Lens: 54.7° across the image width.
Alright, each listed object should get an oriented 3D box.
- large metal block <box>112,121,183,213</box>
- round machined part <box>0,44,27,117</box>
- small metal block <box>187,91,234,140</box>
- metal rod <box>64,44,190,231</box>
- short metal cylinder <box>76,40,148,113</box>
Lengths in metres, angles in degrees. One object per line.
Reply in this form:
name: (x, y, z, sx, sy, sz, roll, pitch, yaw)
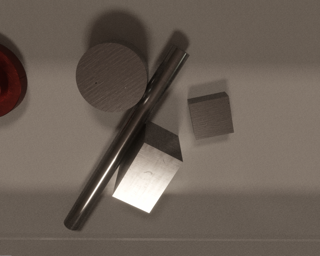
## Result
large metal block: (-0.016, 0.046, 0.399, 0.050, 0.080, 0.080, 28, 108, -11)
round machined part: (-0.220, -0.057, 0.378, 0.099, 0.042, 0.097, 0, 110, -1)
small metal block: (0.066, -0.016, 0.406, 0.050, 0.025, 0.050, -12, 110, 3)
metal rod: (-0.053, 0.024, 0.417, 0.025, 0.025, 0.298, 30, 108, -11)
short metal cylinder: (-0.055, -0.064, 0.374, 0.081, 0.050, 0.079, 0, 110, 0)
